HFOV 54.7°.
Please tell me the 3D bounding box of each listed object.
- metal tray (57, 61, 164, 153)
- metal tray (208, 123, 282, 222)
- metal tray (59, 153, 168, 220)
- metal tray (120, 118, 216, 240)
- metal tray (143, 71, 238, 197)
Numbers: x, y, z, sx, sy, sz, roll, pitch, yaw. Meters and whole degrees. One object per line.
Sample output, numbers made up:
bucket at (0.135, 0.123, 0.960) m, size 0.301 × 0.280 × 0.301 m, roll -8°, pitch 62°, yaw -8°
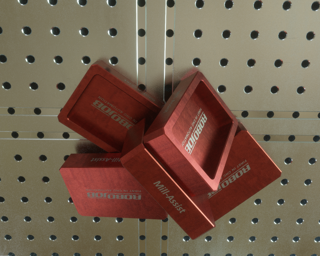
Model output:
metal tray at (-0.052, -0.014, 0.405) m, size 0.130 × 0.030 × 0.090 m, roll 34°, pitch 106°, yaw -12°
metal tray at (0.089, 0.066, 0.435) m, size 0.130 × 0.030 × 0.090 m, roll -39°, pitch 106°, yaw 13°
metal tray at (-0.057, 0.078, 0.413) m, size 0.130 × 0.030 × 0.089 m, roll -2°, pitch 122°, yaw 16°
metal tray at (0.010, 0.057, 0.367) m, size 0.030 × 0.090 × 0.130 m, roll -37°, pitch 107°, yaw 12°
metal tray at (0.043, 0.002, 0.359) m, size 0.030 × 0.130 × 0.090 m, roll -27°, pitch 111°, yaw 39°
